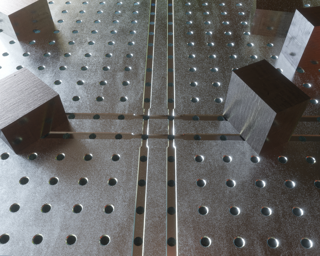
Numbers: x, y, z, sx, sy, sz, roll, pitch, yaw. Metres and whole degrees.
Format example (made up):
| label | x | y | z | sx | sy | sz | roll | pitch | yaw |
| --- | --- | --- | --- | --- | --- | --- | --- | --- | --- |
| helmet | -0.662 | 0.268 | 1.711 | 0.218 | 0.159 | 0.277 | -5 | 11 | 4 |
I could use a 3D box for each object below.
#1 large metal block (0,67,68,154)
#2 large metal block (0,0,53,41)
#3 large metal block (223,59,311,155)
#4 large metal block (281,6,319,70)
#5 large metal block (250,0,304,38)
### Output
| label | x | y | z | sx | sy | sz | roll | pitch | yaw |
| --- | --- | --- | --- | --- | --- | --- | --- | --- | --- |
| large metal block | -0.185 | -0.026 | 0.412 | 0.080 | 0.050 | 0.080 | 36 | 58 | 26 |
| large metal block | -0.261 | -0.214 | 0.570 | 0.080 | 0.050 | 0.080 | 30 | 56 | 22 |
| large metal block | 0.130 | -0.026 | 0.395 | 0.050 | 0.080 | 0.080 | -22 | 54 | -17 |
| large metal block | 0.254 | -0.145 | 0.496 | 0.081 | 0.080 | 0.050 | -11 | 51 | -9 |
| large metal block | 0.213 | -0.213 | 0.571 | 0.080 | 0.050 | 0.080 | 9 | 51 | 7 |
